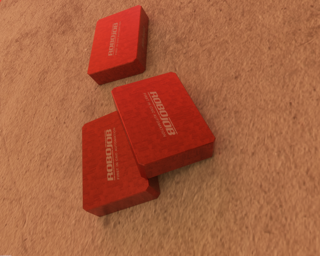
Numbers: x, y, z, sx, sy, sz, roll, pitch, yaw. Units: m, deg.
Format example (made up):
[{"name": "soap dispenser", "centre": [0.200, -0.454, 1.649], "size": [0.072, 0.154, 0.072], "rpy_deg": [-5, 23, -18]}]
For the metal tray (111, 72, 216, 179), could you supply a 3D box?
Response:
[{"name": "metal tray", "centre": [0.000, -0.009, 0.384], "size": [0.091, 0.030, 0.130], "rpy_deg": [-17, 52, -10]}]

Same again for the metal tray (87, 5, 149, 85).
[{"name": "metal tray", "centre": [-0.068, -0.141, 0.521], "size": [0.090, 0.030, 0.130], "rpy_deg": [-12, 57, 21]}]

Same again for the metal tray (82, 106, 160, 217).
[{"name": "metal tray", "centre": [-0.055, 0.039, 0.404], "size": [0.090, 0.030, 0.130], "rpy_deg": [-21, 54, 15]}]
